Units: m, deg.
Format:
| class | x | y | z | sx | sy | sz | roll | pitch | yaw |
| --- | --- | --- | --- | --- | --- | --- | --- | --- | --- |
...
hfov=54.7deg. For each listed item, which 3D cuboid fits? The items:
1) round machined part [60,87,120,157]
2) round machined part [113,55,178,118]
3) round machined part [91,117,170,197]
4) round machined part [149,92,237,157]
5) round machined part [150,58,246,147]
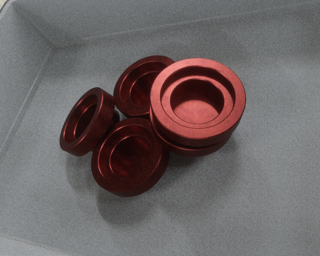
| class | x | y | z | sx | sy | sz | roll | pitch | yaw |
| --- | --- | --- | --- | --- | --- | --- | --- | --- | --- |
| round machined part | -0.093 | -0.005 | 0.432 | 0.098 | 0.042 | 0.098 | -31 | 41 | 33 |
| round machined part | -0.012 | -0.049 | 0.428 | 0.098 | 0.042 | 0.098 | -13 | 56 | 21 |
| round machined part | -0.033 | 0.039 | 0.385 | 0.098 | 0.042 | 0.098 | -13 | 56 | 21 |
| round machined part | 0.038 | -0.011 | 0.366 | 0.099 | 0.042 | 0.098 | -1 | 63 | 2 |
| round machined part | 0.040 | -0.024 | 0.337 | 0.099 | 0.042 | 0.098 | -1 | 64 | 3 |
